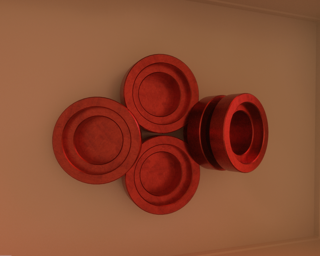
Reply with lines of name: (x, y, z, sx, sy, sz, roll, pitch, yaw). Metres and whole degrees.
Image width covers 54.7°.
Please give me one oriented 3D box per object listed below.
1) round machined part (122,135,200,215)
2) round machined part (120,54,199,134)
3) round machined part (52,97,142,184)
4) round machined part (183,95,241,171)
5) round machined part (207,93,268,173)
round machined part: (-0.002, 0.057, 0.398, 0.099, 0.042, 0.097, 0, 90, -20)
round machined part: (-0.003, -0.042, 0.398, 0.099, 0.042, 0.097, 0, 90, -20)
round machined part: (-0.070, 0.014, 0.363, 0.099, 0.042, 0.097, 0, 90, 1)
round machined part: (0.069, 0.006, 0.414, 0.099, 0.042, 0.097, 1, 89, -42)
round machined part: (0.093, 0.006, 0.393, 0.099, 0.042, 0.097, 0, 90, -42)
